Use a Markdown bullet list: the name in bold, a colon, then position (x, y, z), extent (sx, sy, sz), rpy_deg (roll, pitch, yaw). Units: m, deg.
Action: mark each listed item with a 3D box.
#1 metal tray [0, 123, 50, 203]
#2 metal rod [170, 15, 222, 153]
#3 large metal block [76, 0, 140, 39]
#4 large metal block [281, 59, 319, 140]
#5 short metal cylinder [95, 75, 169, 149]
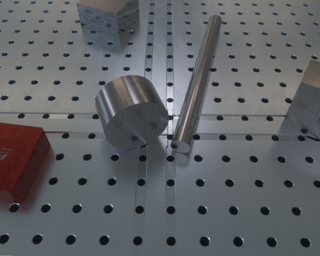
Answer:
- **metal tray**: position (-0.214, 0.035, 0.373), extent (0.131, 0.030, 0.090), rpy_deg (7, 50, 5)
- **metal rod**: position (0.064, -0.087, 0.481), extent (0.025, 0.025, 0.300), rpy_deg (12, 51, 9)
- **large metal block**: position (-0.093, -0.217, 0.573), extent (0.080, 0.050, 0.080), rpy_deg (19, 53, 15)
- **large metal block**: position (0.215, -0.030, 0.399), extent (0.080, 0.080, 0.050), rpy_deg (24, 54, 18)
- **short metal cylinder**: position (-0.035, -0.019, 0.388), extent (0.081, 0.080, 0.050), rpy_deg (-16, 52, -13)
